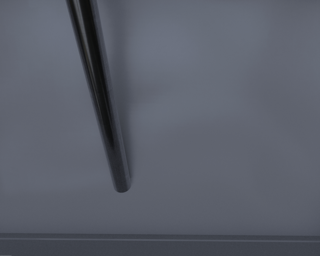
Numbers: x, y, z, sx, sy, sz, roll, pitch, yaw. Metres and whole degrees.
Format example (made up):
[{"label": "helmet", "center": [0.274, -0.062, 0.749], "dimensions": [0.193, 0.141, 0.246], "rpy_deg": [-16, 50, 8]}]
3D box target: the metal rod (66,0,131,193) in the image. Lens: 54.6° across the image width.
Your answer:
[{"label": "metal rod", "center": [-0.060, -0.024, 0.338], "dimensions": [0.025, 0.025, 0.298], "rpy_deg": [-3, 135, 1]}]
